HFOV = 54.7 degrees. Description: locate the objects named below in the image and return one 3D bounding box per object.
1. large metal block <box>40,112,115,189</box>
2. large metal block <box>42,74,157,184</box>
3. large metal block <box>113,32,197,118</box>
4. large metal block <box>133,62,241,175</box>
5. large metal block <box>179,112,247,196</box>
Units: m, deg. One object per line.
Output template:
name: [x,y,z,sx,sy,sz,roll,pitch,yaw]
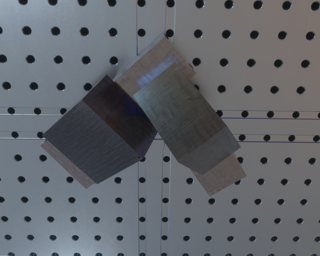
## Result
large metal block: [-0.090,0.018,0.405,0.080,0.050,0.080,-38,106,12]
large metal block: [-0.062,0.004,0.331,0.080,0.050,0.080,-32,109,37]
large metal block: [-0.009,-0.063,0.359,0.080,0.080,0.050,-40,106,13]
large metal block: [0.029,-0.005,0.307,0.050,0.080,0.080,-38,64,8]
large metal block: [0.058,0.024,0.392,0.050,0.080,0.080,-32,107,11]
